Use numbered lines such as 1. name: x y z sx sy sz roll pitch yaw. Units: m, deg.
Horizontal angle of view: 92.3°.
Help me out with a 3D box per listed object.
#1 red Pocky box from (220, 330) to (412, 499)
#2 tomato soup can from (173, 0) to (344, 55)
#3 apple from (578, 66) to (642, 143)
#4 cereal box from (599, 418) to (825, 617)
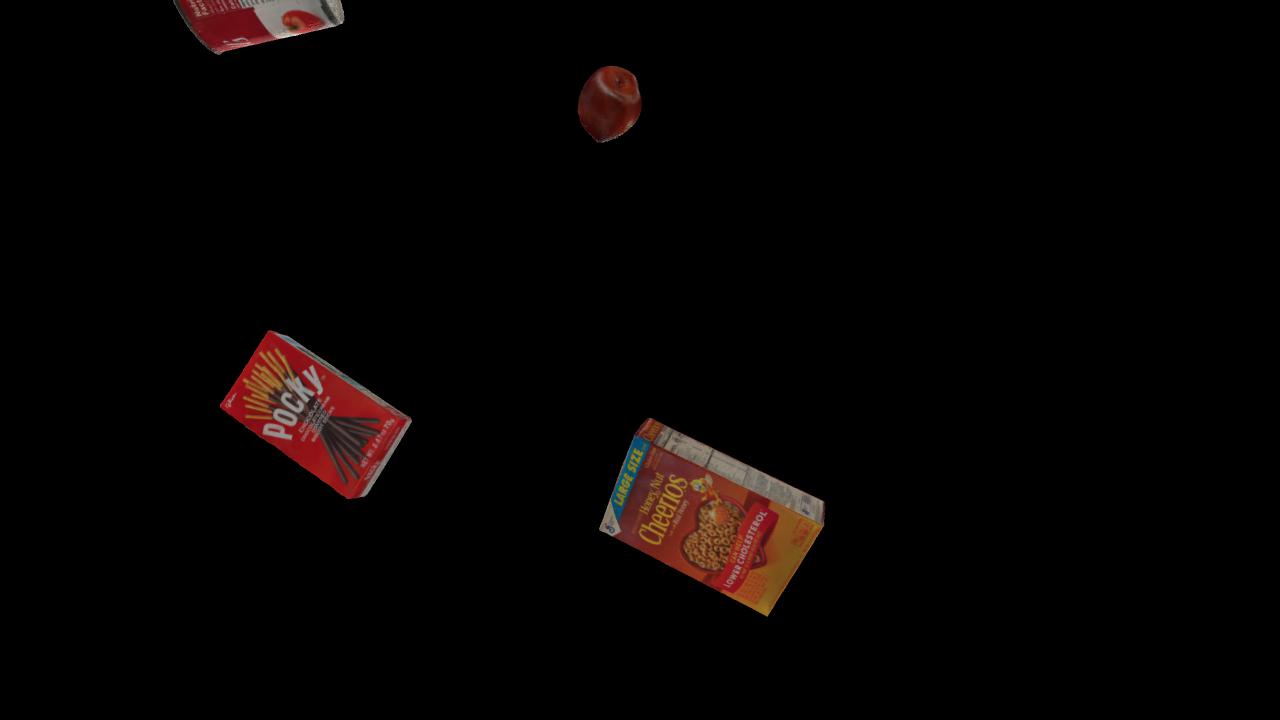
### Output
1. red Pocky box: -0.285 0.047 0.540 0.155 0.083 0.028 30 -1 11
2. tomato soup can: -0.292 -0.284 0.473 0.101 0.068 0.068 -16 1 -4
3. apple: -0.039 -0.319 0.770 0.079 0.079 0.093 0 -20 -22
4. cereal box: 0.105 0.246 0.968 0.306 0.203 0.081 25 27 8
